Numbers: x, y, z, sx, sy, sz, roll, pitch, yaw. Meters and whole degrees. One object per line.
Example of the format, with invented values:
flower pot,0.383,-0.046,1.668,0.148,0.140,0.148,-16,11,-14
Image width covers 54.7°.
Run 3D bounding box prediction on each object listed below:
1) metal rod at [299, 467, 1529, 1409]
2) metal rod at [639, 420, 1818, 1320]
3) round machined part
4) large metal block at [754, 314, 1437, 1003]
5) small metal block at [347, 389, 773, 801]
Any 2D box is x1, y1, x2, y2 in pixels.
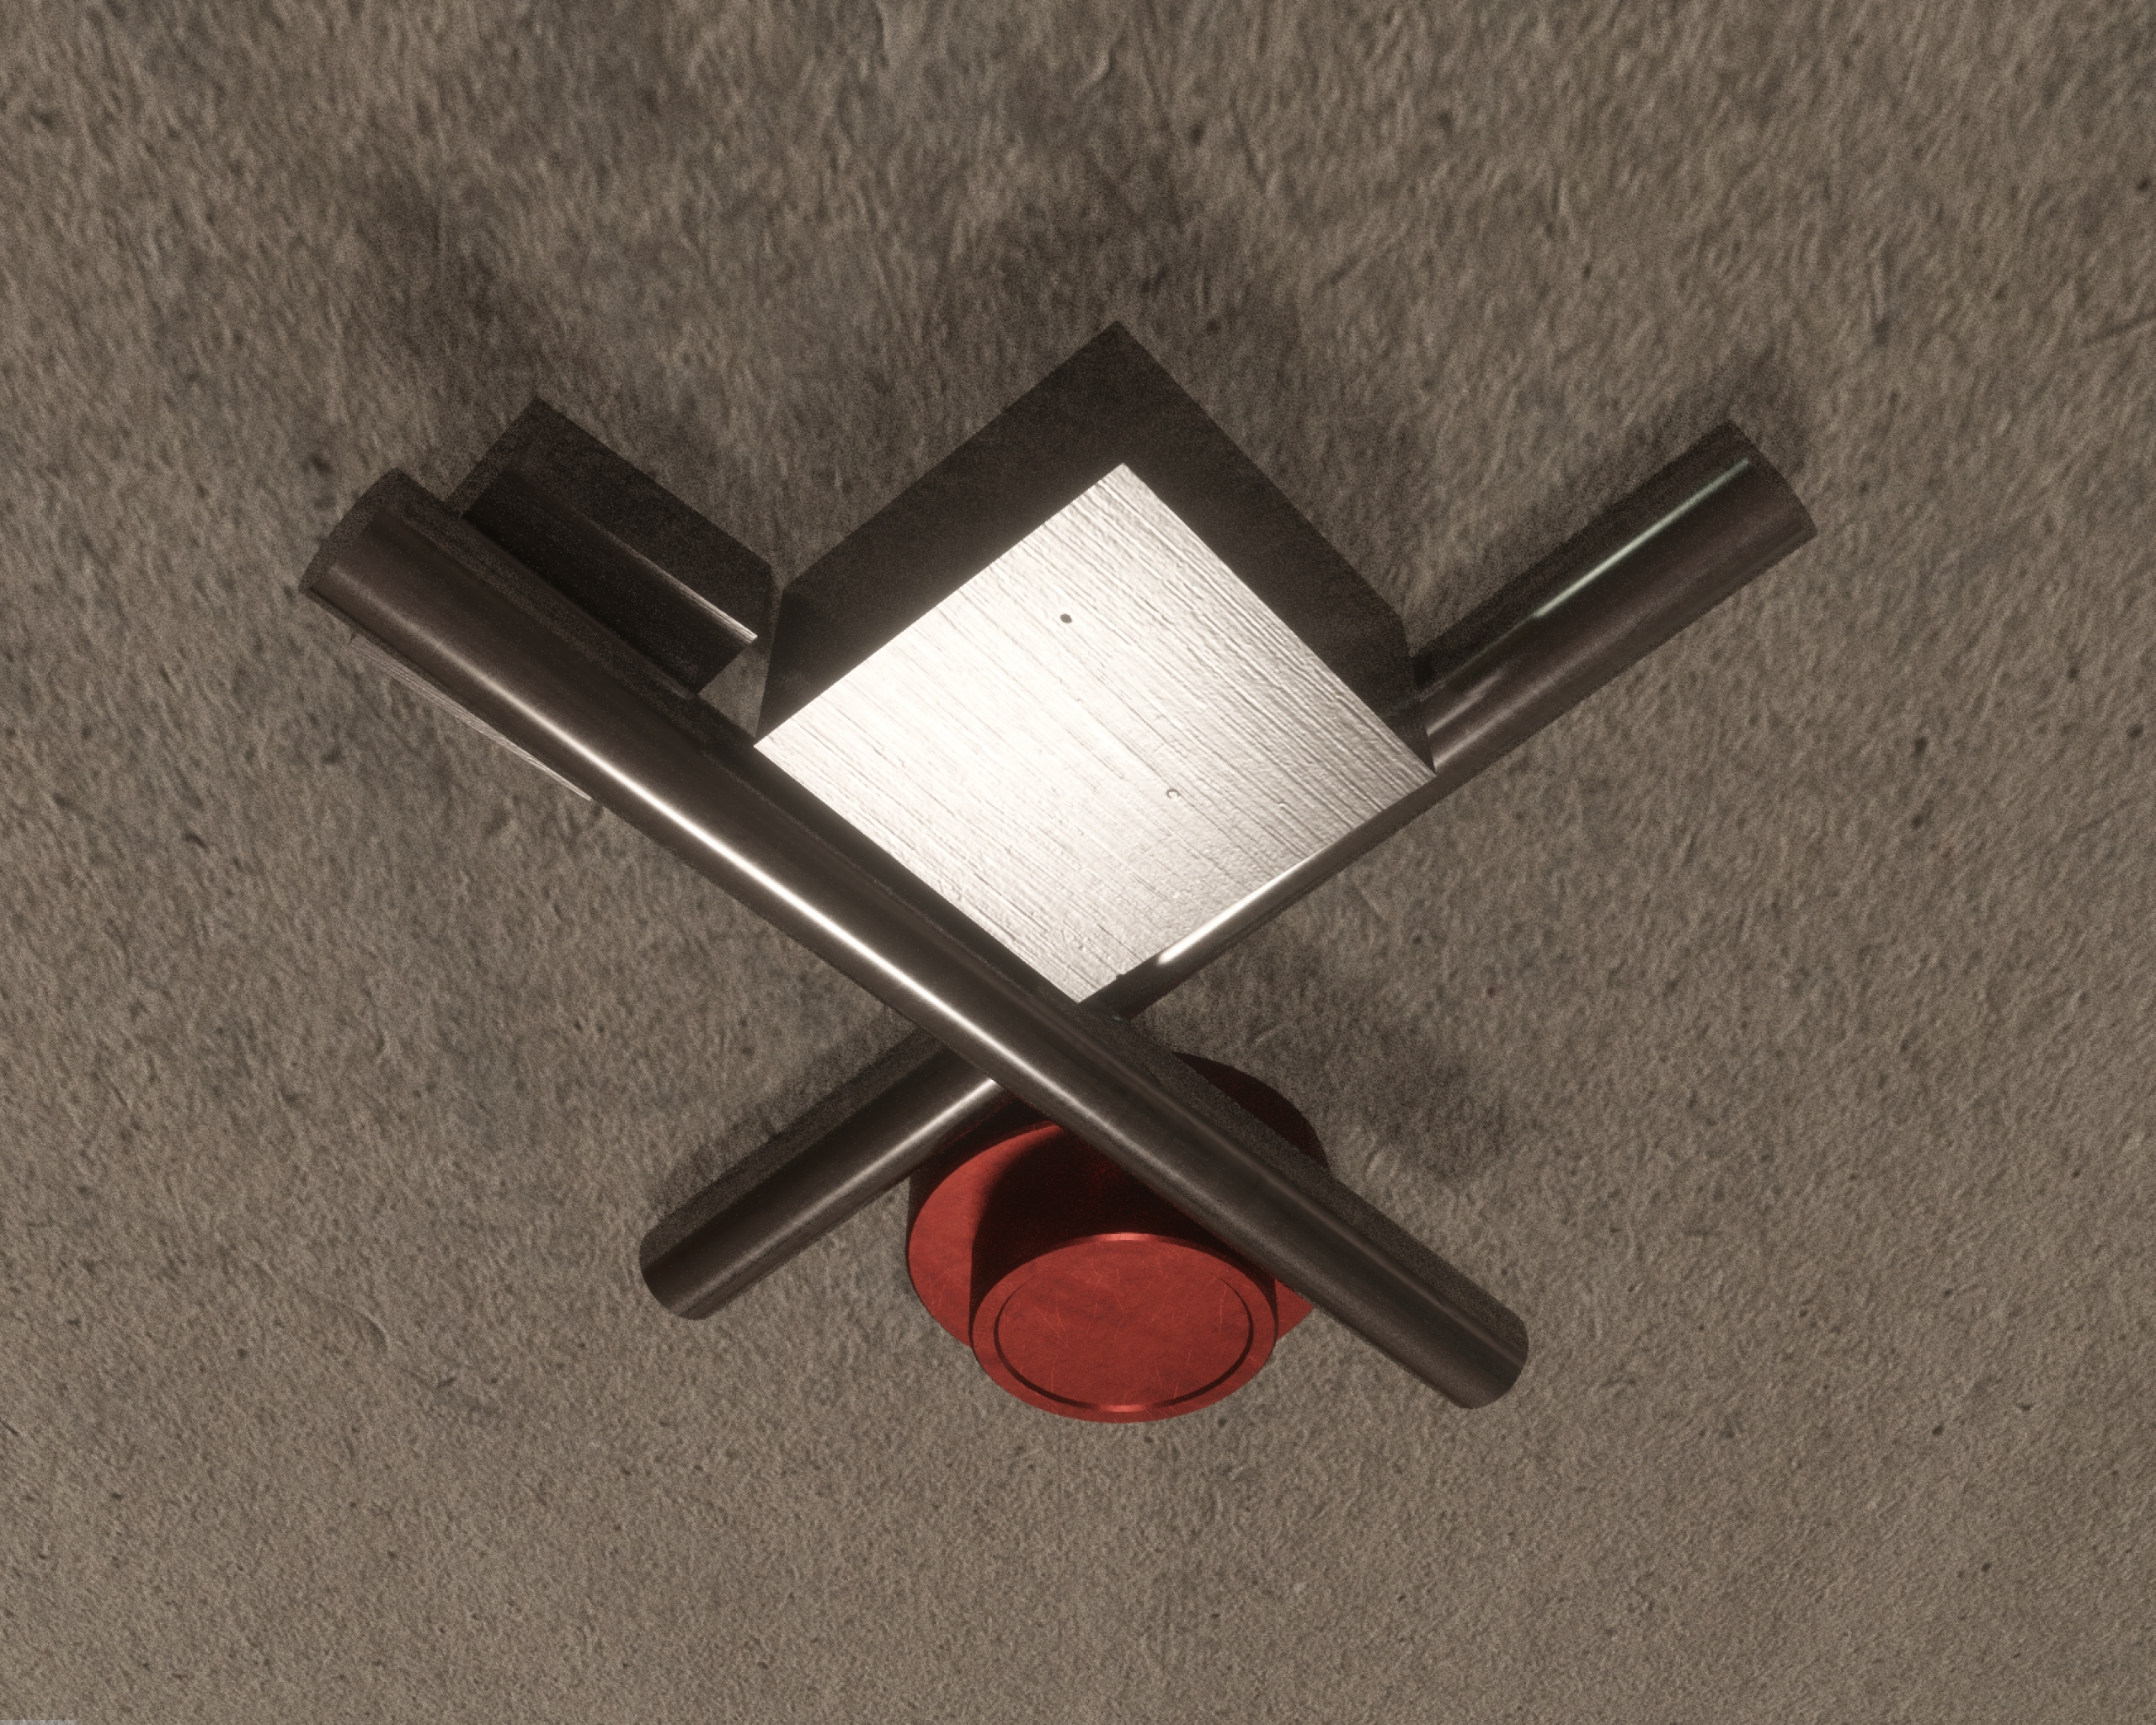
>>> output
metal rod,-0.012,0.030,0.400,0.025,0.025,0.301,-36,122,26
metal rod,0.013,0.015,0.424,0.299,0.025,0.025,-37,121,27
round machined part,0.010,0.091,0.474,0.099,0.042,0.097,-1,130,0
large metal block,0.003,-0.033,0.366,0.080,0.050,0.080,-34,123,25
small metal block,-0.091,-0.046,0.370,0.050,0.025,0.050,35,121,-27
